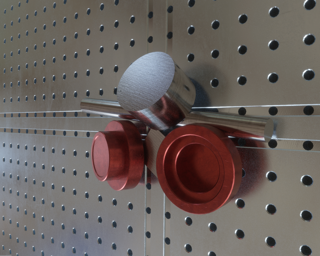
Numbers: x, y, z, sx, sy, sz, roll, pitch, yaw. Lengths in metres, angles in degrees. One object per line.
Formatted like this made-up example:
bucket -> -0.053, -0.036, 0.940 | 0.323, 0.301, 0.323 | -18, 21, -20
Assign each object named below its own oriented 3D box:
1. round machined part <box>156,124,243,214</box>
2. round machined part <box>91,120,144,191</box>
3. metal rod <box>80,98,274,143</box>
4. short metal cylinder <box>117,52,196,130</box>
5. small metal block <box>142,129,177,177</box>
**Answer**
round machined part -> 0.047, 0.044, 0.352 | 0.098, 0.042, 0.097 | 2, 94, 37
round machined part -> -0.064, 0.038, 0.429 | 0.098, 0.042, 0.097 | 3, 93, 58
metal rod -> -0.004, -0.017, 0.408 | 0.300, 0.025, 0.025 | 10, 96, 39
short metal cylinder -> -0.004, -0.044, 0.373 | 0.080, 0.050, 0.080 | -17, 55, 27
small metal block -> 0.003, 0.031, 0.402 | 0.050, 0.025, 0.050 | 44, 116, 31
